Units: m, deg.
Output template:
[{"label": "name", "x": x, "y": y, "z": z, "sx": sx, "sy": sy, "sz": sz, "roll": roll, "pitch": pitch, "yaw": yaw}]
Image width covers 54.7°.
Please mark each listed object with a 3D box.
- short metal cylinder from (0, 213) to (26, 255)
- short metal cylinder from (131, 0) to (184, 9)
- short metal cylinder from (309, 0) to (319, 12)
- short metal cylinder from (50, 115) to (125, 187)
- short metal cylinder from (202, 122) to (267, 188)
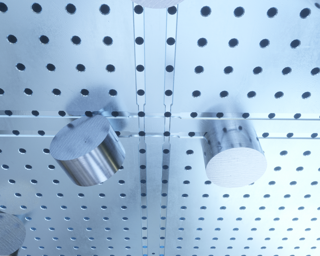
[{"label": "short metal cylinder", "x": -0.282, "y": 0.197, "z": 0.539, "sx": 0.080, "sy": 0.080, "sz": 0.050, "roll": 20, "pitch": 127, "yaw": -17}, {"label": "short metal cylinder", "x": -0.002, "y": -0.152, "z": 0.266, "sx": 0.081, "sy": 0.050, "sz": 0.079, "roll": 0, "pitch": 130, "yaw": 0}, {"label": "short metal cylinder", "x": 0.184, "y": -0.135, "z": 0.283, "sx": 0.081, "sy": 0.050, "sz": 0.079, "roll": 0, "pitch": 130, "yaw": 0}, {"label": "short metal cylinder", "x": -0.092, "y": 0.028, "z": 0.398, "sx": 0.080, "sy": 0.080, "sz": 0.050, "roll": -14, "pitch": 129, "yaw": 11}, {"label": "short metal cylinder", "x": 0.101, "y": 0.038, "z": 0.429, "sx": 0.081, "sy": 0.050, "sz": 0.079, "roll": 0, "pitch": 130, "yaw": 0}]
